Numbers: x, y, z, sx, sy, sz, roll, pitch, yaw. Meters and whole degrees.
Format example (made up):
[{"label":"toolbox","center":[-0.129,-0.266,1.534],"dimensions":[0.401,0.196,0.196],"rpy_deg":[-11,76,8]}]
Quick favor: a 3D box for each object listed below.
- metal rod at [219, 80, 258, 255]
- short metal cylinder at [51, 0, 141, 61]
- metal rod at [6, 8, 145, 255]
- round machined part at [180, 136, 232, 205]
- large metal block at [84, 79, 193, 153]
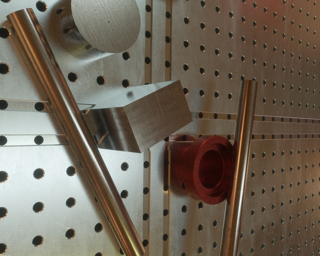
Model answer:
[{"label":"metal rod","center":[0.112,0.078,0.448],"dimensions":[0.025,0.025,0.299],"rpy_deg":[14,81,-39]},{"label":"short metal cylinder","center":[-0.068,-0.117,0.335],"dimensions":[0.081,0.050,0.080],"rpy_deg":[0,91,-40]},{"label":"metal rod","center":[-0.082,0.023,0.339],"dimensions":[0.025,0.025,0.299],"rpy_deg":[-34,111,-35]},{"label":"round machined part","center":[0.068,0.060,0.455],"dimensions":[0.099,0.042,0.097],"rpy_deg":[0,90,-40]},{"label":"large metal block","center":[-0.024,-0.014,0.353],"dimensions":[0.081,0.080,0.050],"rpy_deg":[-31,110,-36]}]
